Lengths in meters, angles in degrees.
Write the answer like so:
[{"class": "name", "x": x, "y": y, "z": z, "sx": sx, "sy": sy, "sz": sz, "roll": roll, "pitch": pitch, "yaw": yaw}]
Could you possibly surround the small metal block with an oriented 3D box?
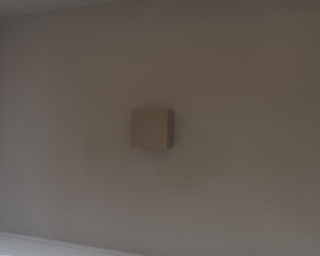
[{"class": "small metal block", "x": -0.010, "y": 0.000, "z": 0.410, "sx": 0.050, "sy": 0.025, "sz": 0.050, "roll": 2, "pitch": 91, "yaw": 20}]
